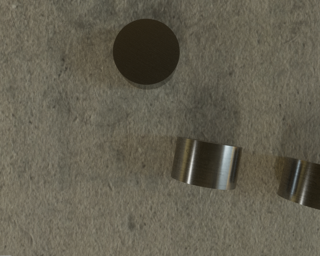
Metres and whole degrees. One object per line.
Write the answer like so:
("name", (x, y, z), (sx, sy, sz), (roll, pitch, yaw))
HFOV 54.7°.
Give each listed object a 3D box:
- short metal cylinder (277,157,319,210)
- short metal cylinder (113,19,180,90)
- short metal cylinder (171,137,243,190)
("short metal cylinder", (0.194, 0.069, 0.385), (0.080, 0.080, 0.050), (13, 90, -1))
("short metal cylinder", (-0.017, -0.092, 0.397), (0.081, 0.050, 0.079), (0, 90, -1))
("short metal cylinder", (0.057, 0.042, 0.383), (0.080, 0.080, 0.050), (9, 90, -1))
